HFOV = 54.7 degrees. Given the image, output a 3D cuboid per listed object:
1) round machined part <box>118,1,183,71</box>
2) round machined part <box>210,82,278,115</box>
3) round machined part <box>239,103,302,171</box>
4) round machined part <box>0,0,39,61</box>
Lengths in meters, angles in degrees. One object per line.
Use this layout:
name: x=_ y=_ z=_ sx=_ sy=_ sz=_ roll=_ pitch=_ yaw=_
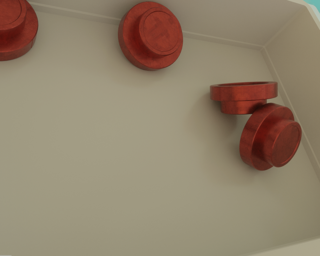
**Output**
round machined part: x=-0.007 y=-0.135 z=0.449 sx=0.099 sy=0.042 sz=0.097 roll=0 pitch=90 yaw=-29
round machined part: x=0.126 y=-0.046 z=0.469 sx=0.099 sy=0.098 sz=0.042 roll=-11 pitch=102 yaw=-33
round machined part: x=0.162 y=0.017 z=0.437 sx=0.099 sy=0.097 sz=0.042 roll=-13 pitch=27 yaw=-34
round machined part: x=-0.195 y=-0.131 z=0.363 sx=0.099 sy=0.042 sz=0.098 roll=11 pitch=64 yaw=-24
